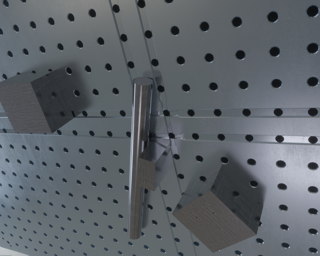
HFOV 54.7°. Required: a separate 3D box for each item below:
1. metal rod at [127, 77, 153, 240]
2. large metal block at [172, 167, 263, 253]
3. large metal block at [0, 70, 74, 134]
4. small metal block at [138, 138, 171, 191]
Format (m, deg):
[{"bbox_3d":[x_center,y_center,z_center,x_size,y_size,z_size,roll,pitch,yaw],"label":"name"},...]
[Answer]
[{"bbox_3d":[-0.033,0.065,0.468,0.025,0.025,0.298,18,126,18],"label":"metal rod"},{"bbox_3d":[0.078,0.113,0.424,0.080,0.050,0.080,44,129,-3],"label":"large metal block"},{"bbox_3d":[-0.191,-0.039,0.471,0.080,0.050,0.080,0,119,28],"label":"large metal block"},{"bbox_3d":[-0.008,0.050,0.430,0.025,0.050,0.050,15,125,20],"label":"small metal block"}]
